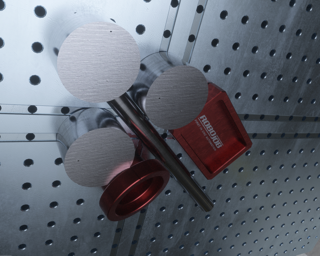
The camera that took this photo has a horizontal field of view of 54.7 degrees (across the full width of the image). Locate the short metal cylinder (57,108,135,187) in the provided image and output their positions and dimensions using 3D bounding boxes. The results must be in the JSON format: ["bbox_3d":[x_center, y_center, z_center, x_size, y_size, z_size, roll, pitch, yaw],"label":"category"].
[{"bbox_3d":[-0.076,0.023,0.367,0.081,0.050,0.079,-14,124,-21],"label":"short metal cylinder"}]

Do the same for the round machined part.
[{"bbox_3d":[-0.038,0.075,0.412,0.099,0.042,0.098,-32,151,-20],"label":"round machined part"}]

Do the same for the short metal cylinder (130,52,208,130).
[{"bbox_3d":[0.010,-0.045,0.372,0.081,0.050,0.079,-14,124,-21],"label":"short metal cylinder"}]

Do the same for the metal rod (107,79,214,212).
[{"bbox_3d":[0.011,0.043,0.444,0.025,0.025,0.300,-39,129,-2],"label":"metal rod"}]

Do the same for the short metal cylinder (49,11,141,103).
[{"bbox_3d":[-0.067,-0.072,0.314,0.081,0.050,0.079,-14,124,-21],"label":"short metal cylinder"}]

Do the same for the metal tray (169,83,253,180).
[{"bbox_3d":[0.074,0.009,0.453,0.090,0.030,0.130,-39,130,-1],"label":"metal tray"}]
